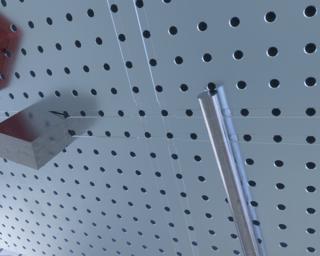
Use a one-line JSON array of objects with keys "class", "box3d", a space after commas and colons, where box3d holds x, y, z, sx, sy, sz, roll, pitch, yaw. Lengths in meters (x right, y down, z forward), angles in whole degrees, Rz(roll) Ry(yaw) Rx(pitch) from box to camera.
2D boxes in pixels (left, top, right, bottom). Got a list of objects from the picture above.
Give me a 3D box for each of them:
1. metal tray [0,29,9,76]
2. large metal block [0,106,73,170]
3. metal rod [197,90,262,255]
[{"class": "metal tray", "box3d": [-0.295, -0.118, 0.487, 0.090, 0.030, 0.129, 40, 129, 0]}, {"class": "large metal block", "box3d": [-0.199, 0.013, 0.486, 0.080, 0.080, 0.050, 14, 124, 20]}, {"class": "metal rod", "box3d": [0.102, 0.091, 0.413, 0.025, 0.025, 0.298, -6, 116, 30]}]
